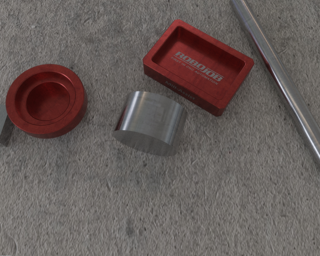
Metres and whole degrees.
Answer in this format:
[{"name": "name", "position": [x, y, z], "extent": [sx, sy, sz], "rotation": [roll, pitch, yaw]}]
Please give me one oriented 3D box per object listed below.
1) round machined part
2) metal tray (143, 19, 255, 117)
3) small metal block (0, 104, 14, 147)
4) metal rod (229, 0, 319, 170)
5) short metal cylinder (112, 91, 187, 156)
[{"name": "round machined part", "position": [-0.145, -0.032, 0.410], "extent": [0.099, 0.042, 0.098], "rotation": [0, 70, 0]}, {"name": "metal tray", "position": [0.053, -0.087, 0.437], "extent": [0.130, 0.030, 0.090], "rotation": [32, 73, 11]}, {"name": "small metal block", "position": [-0.224, -0.005, 0.408], "extent": [0.050, 0.025, 0.050], "rotation": [8, 70, 3]}, {"name": "metal rod", "position": [0.170, -0.068, 0.434], "extent": [0.025, 0.025, 0.299], "rotation": [-19, 71, -7]}, {"name": "short metal cylinder", "position": [-0.012, -0.003, 0.380], "extent": [0.080, 0.080, 0.050], "rotation": [15, 71, 5]}]
